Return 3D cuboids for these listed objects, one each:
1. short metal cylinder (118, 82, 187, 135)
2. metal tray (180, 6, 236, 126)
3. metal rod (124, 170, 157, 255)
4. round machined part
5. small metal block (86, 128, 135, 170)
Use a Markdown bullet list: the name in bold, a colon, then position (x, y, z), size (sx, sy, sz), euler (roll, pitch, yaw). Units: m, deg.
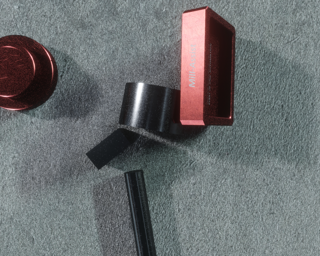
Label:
- **short metal cylinder**: position (-0.007, -0.023, 0.382), size (0.080, 0.080, 0.050), euler (10, 90, 0)
- **metal tray**: position (0.061, -0.068, 0.377), size (0.030, 0.091, 0.129), euler (1, 90, 34)
- **metal rod**: position (-0.011, 0.205, 0.410), size (0.025, 0.025, 0.298), euler (-9, 90, 0)
- **round machined part**: position (-0.187, -0.072, 0.400), size (0.099, 0.042, 0.097), euler (0, 90, 0)
- **small metal block**: position (-0.062, 0.025, 0.397), size (0.050, 0.050, 0.025), euler (-38, 90, 0)
